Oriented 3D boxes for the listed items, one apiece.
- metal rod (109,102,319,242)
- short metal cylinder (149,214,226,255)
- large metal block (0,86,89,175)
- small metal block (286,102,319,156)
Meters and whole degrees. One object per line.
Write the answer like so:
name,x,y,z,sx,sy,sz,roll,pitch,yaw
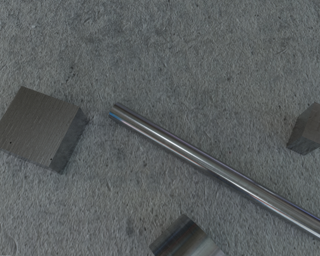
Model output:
metal rod,0.067,0.050,0.390,0.301,0.025,0.025,30,73,10
short metal cylinder,0.033,0.139,0.329,0.050,0.080,0.080,-41,75,-13
large metal block,-0.150,0.004,0.392,0.080,0.050,0.080,20,71,7
small metal block,0.191,0.002,0.396,0.025,0.050,0.050,26,72,9
